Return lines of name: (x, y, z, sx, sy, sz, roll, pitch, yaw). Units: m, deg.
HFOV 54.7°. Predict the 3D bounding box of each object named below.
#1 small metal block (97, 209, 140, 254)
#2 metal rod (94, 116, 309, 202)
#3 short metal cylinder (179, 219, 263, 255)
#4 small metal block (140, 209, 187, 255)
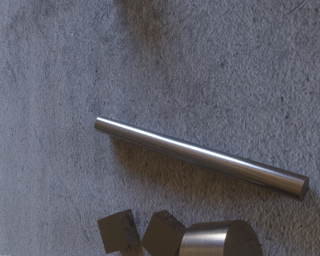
small metal block: (-0.061, 0.151, 0.453, 0.050, 0.025, 0.050, -30, 72, 35)
metal rod: (0.023, 0.026, 0.384, 0.300, 0.025, 0.025, 16, 100, 38)
short metal cylinder: (0.064, 0.136, 0.315, 0.050, 0.081, 0.080, -19, 78, 38)
small metal block: (0.008, 0.142, 0.397, 0.050, 0.025, 0.050, 33, 110, 34)
